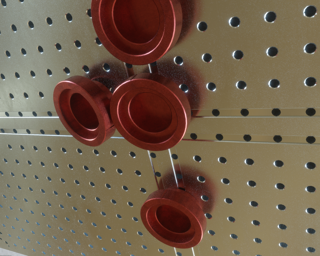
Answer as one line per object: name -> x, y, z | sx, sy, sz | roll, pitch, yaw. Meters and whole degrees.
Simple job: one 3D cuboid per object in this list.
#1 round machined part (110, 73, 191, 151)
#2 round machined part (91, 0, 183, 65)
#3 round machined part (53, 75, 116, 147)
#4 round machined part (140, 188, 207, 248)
round machined part -> -0.009, -0.023, 0.386 | 0.098, 0.042, 0.097 | 10, 123, 16
round machined part -> -0.021, -0.121, 0.335 | 0.098, 0.042, 0.097 | 13, 124, 20
round machined part -> -0.096, -0.027, 0.425 | 0.098, 0.042, 0.097 | 22, 131, 28
round machined part -> 0.023, 0.130, 0.467 | 0.098, 0.042, 0.097 | 13, 124, 20
